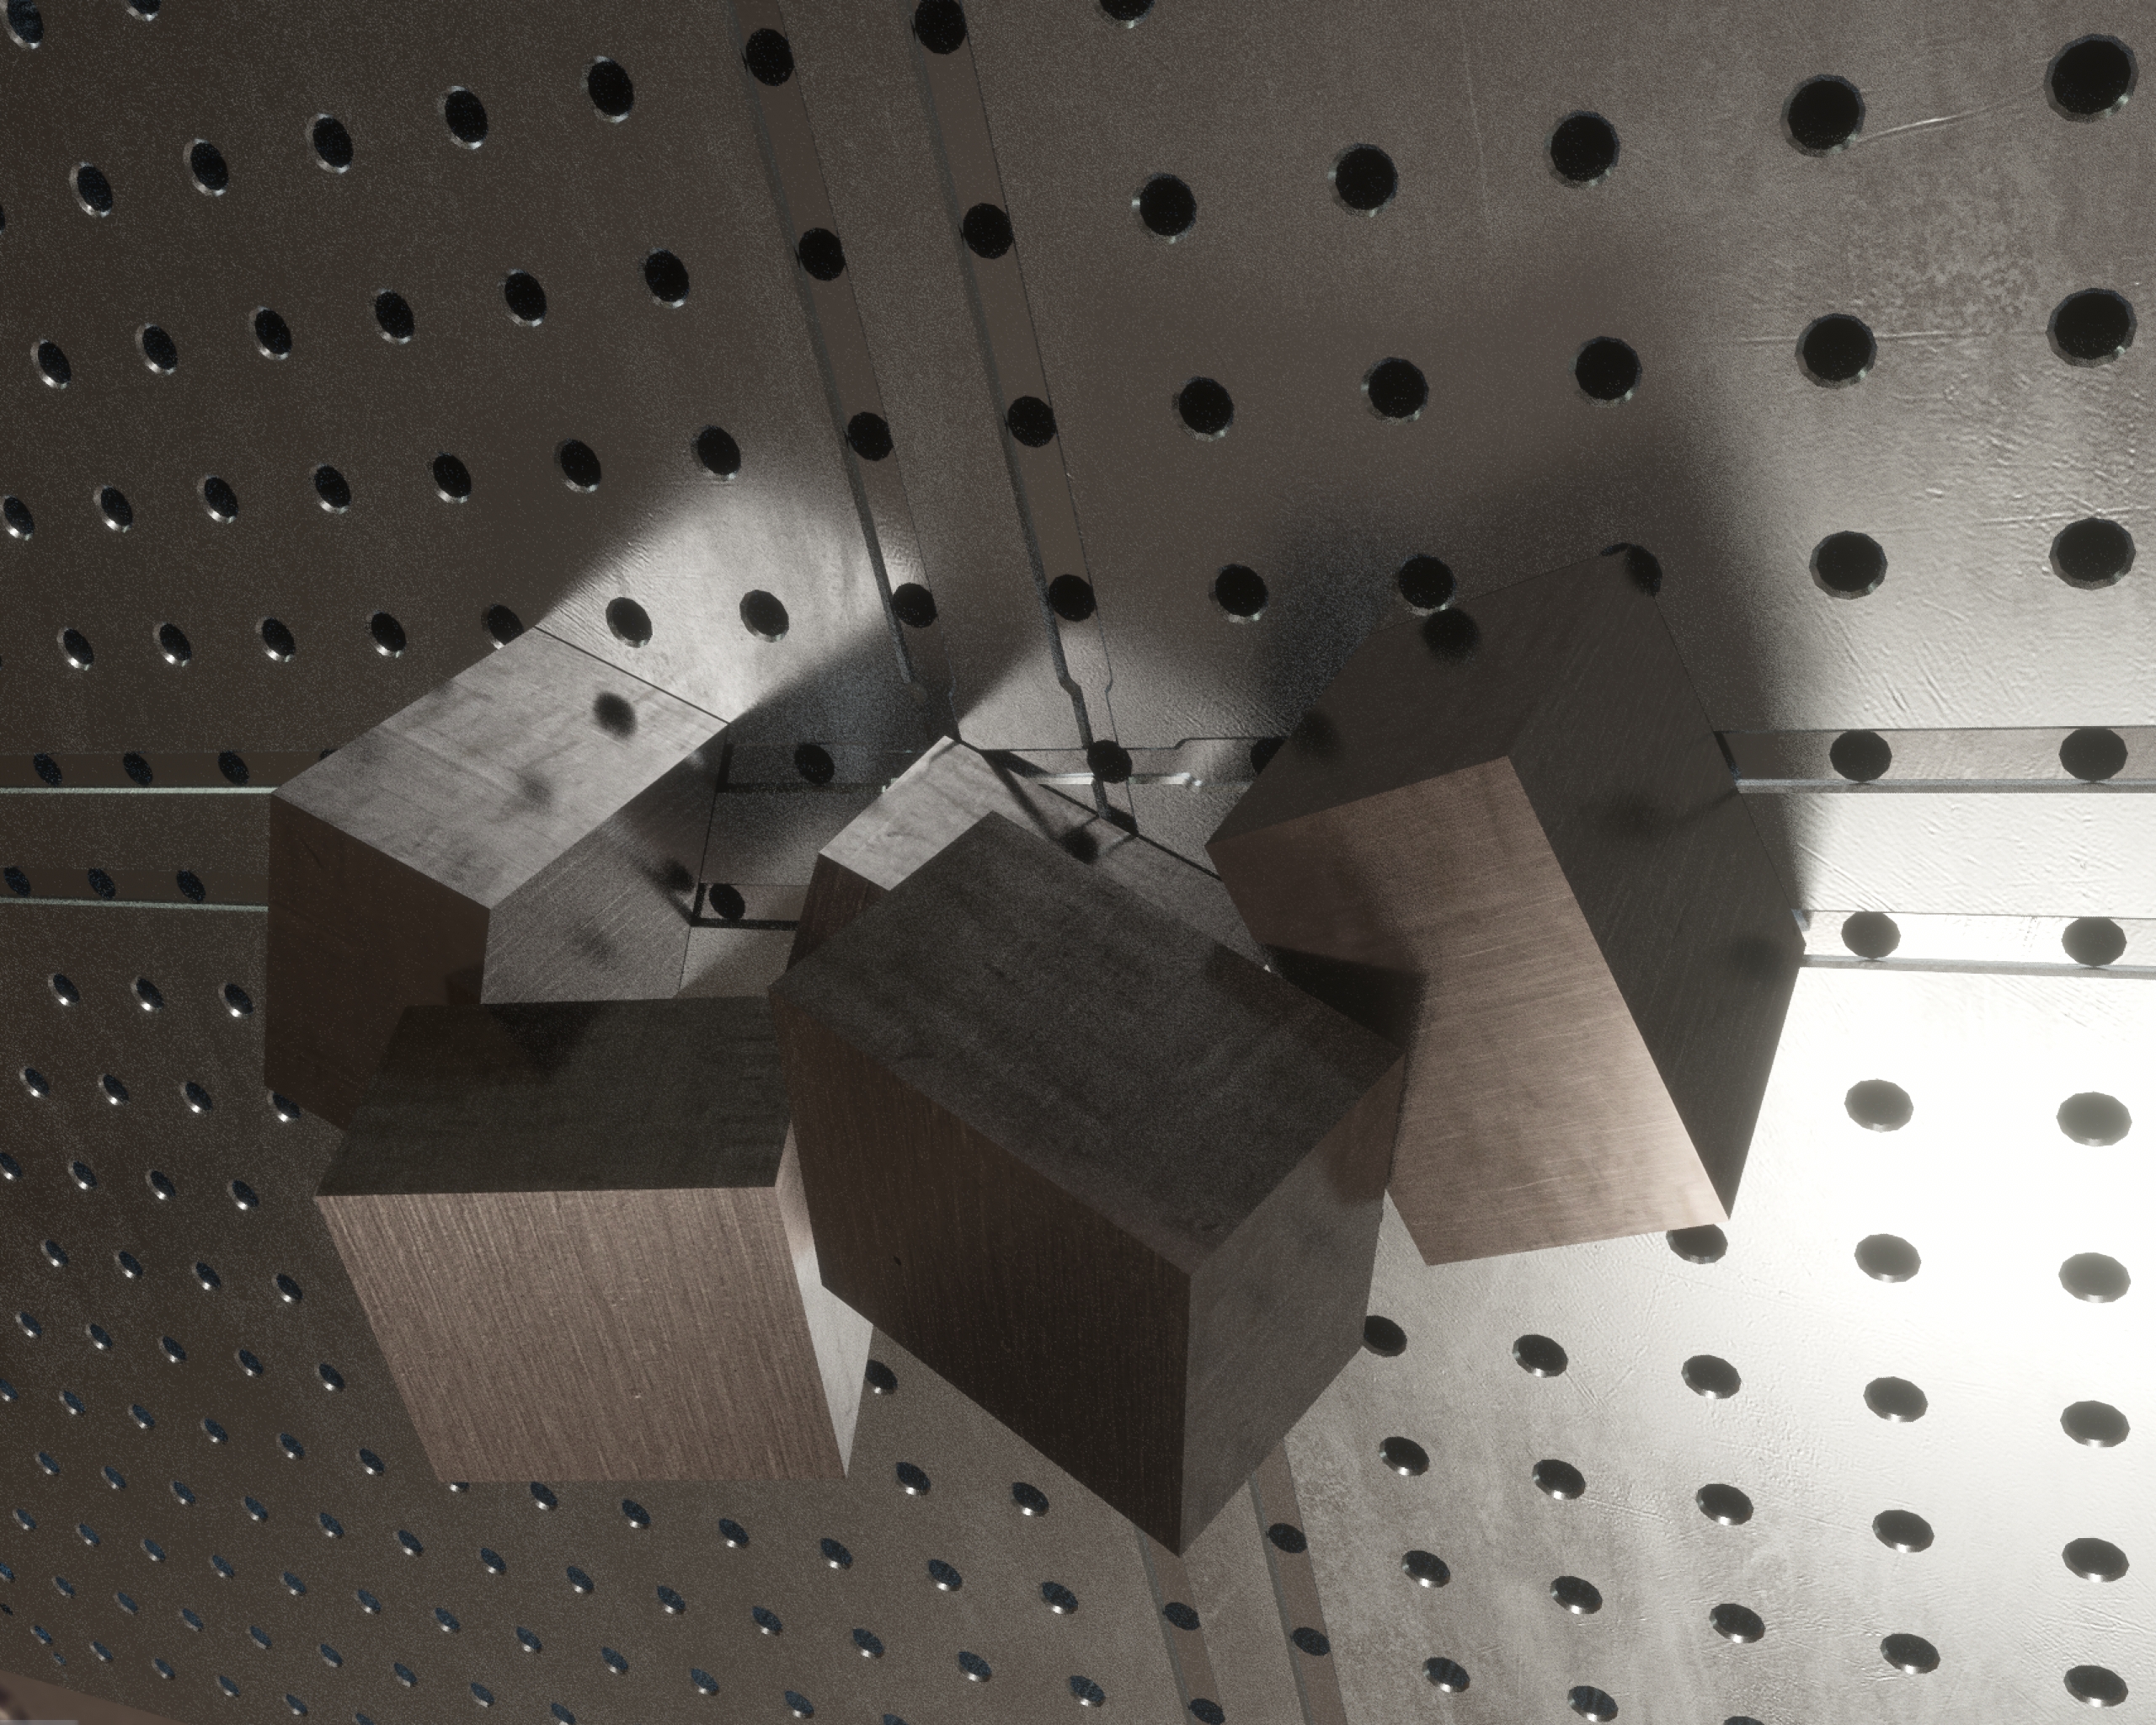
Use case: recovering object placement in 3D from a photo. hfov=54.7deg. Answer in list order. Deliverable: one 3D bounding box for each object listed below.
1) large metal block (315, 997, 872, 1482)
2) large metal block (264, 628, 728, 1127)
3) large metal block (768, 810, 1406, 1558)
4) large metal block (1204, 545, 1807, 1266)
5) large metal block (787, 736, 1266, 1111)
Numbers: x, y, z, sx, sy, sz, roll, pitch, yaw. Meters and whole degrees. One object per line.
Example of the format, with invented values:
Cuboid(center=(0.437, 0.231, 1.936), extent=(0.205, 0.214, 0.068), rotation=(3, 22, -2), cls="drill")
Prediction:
Cuboid(center=(-0.086, 0.073, 0.399), extent=(0.080, 0.050, 0.079), rotation=(-2, 127, 5), cls="large metal block")
Cuboid(center=(-0.123, 0.009, 0.443), extent=(0.050, 0.080, 0.079), rotation=(27, 128, 11), cls="large metal block")
Cuboid(center=(0.001, 0.051, 0.335), extent=(0.080, 0.050, 0.080), rotation=(30, 143, 28), cls="large metal block")
Cuboid(center=(0.074, 0.006, 0.339), extent=(0.050, 0.080, 0.080), rotation=(-17, 110, 34), cls="large metal block")
Cuboid(center=(-0.014, 0.034, 0.421), extent=(0.080, 0.050, 0.079), rotation=(28, 128, 10), cls="large metal block")
